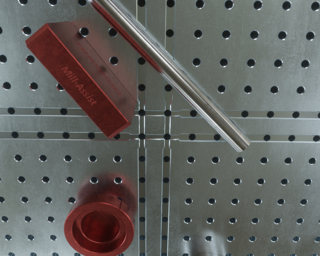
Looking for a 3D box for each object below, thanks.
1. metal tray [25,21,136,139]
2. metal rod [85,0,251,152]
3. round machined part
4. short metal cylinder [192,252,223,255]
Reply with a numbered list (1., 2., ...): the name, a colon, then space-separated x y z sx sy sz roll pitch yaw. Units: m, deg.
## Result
1. metal tray: -0.082 -0.058 0.356 0.030 0.090 0.130 -35 107 12
2. metal rod: 0.008 -0.076 0.385 0.025 0.025 0.300 -43 105 14
3. round machined part: -0.086 0.139 0.454 0.099 0.042 0.097 0 110 -1
4. short metal cylinder: 0.077 0.246 0.492 0.081 0.050 0.079 0 110 -1
